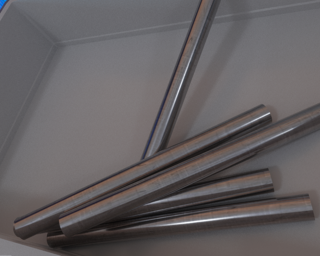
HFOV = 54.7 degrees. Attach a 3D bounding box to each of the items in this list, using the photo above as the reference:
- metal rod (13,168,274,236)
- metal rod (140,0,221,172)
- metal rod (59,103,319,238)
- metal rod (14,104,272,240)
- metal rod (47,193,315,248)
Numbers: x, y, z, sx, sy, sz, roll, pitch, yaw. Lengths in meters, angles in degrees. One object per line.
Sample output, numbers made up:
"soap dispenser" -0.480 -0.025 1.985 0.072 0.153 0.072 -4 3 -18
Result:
"metal rod" -0.030 0.087 0.347 0.301 0.025 0.025 -14 56 13
"metal rod" 0.025 -0.056 0.378 0.025 0.025 0.299 18 86 35
"metal rod" 0.040 0.042 0.322 0.301 0.025 0.025 -23 52 -1
"metal rod" -0.016 0.047 0.346 0.301 0.025 0.025 -25 52 -3
"metal rod" 0.003 0.106 0.339 0.301 0.025 0.025 -13 56 20
